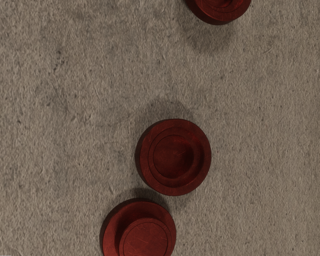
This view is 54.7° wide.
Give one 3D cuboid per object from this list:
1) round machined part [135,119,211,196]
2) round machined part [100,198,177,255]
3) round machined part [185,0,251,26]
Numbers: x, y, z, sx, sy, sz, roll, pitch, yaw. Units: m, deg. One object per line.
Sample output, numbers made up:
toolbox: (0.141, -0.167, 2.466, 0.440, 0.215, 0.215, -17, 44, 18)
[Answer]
round machined part: (0.014, 0.037, 0.406, 0.099, 0.042, 0.097, 0, 90, -21)
round machined part: (-0.024, 0.142, 0.392, 0.099, 0.042, 0.097, 0, 90, -21)
round machined part: (0.075, -0.191, 0.429, 0.099, 0.042, 0.097, 0, 90, -21)
